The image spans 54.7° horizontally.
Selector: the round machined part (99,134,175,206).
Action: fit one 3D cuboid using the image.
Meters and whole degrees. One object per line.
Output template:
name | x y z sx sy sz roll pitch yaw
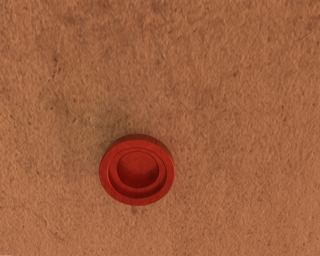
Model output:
round machined part | -0.030 0.053 0.420 0.099 0.042 0.097 0 110 -1
